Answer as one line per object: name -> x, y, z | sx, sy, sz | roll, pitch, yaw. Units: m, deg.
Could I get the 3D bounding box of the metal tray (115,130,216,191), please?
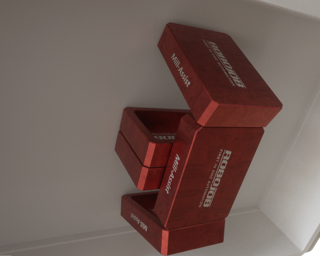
metal tray -> 0.018, 0.036, 0.398 | 0.131, 0.090, 0.030 | 1, 118, -29

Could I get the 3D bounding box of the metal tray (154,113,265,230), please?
metal tray -> 0.052, 0.049, 0.345 | 0.091, 0.030, 0.129 | 0, 118, -30

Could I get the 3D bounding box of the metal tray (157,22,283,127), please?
metal tray -> 0.060, -0.059, 0.334 | 0.091, 0.130, 0.030 | 0, 138, -29

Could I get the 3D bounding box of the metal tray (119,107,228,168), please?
metal tray -> 0.026, 0.008, 0.385 | 0.131, 0.090, 0.030 | 1, 118, -29

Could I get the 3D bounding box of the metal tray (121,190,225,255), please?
metal tray -> 0.012, 0.120, 0.418 | 0.091, 0.130, 0.030 | 0, 97, -29
